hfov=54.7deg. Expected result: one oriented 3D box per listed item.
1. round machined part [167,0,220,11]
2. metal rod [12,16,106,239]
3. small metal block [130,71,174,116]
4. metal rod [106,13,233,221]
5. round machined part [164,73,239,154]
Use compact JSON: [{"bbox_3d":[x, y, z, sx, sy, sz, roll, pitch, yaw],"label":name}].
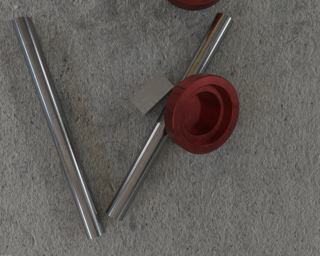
[{"bbox_3d":[0.043,-0.200,0.402,0.099,0.042,0.097,0,90,0],"label":"round machined part"},{"bbox_3d":[-0.133,0.000,0.408,0.025,0.025,0.299,-19,90,0],"label":"metal rod"},{"bbox_3d":[-0.010,-0.042,0.397,0.050,0.050,0.025,-44,90,0],"label":"small metal block"},{"bbox_3d":[0.013,-0.015,0.410,0.025,0.025,0.299,29,90,0],"label":"metal rod"},{"bbox_3d":[0.047,-0.020,0.387,0.099,0.042,0.097,-10,110,-27],"label":"round machined part"}]
